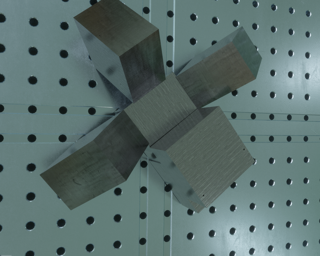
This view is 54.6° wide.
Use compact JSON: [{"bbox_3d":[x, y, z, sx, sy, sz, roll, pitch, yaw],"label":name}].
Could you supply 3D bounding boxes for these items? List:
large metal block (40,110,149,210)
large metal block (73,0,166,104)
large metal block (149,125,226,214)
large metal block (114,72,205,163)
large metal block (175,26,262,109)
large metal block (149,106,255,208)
[{"bbox_3d":[-0.068,0.033,0.342,0.080,0.080,0.050,-31,103,25],"label":"large metal block"},{"bbox_3d":[-0.042,-0.088,0.351,0.050,0.080,0.080,-40,64,-15],"label":"large metal block"},{"bbox_3d":[0.047,0.052,0.416,0.080,0.050,0.080,-39,101,-17],"label":"large metal block"},{"bbox_3d":[0.001,-0.013,0.399,0.080,0.050,0.080,-40,103,-16],"label":"large metal block"},{"bbox_3d":[0.077,-0.077,0.395,0.050,0.080,0.080,54,34,-12],"label":"large metal block"},{"bbox_3d":[0.049,0.031,0.363,0.080,0.050,0.080,-39,103,-17],"label":"large metal block"}]
